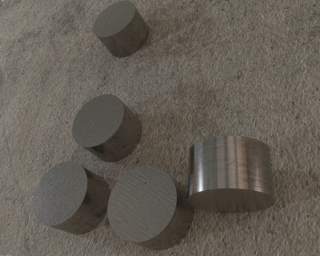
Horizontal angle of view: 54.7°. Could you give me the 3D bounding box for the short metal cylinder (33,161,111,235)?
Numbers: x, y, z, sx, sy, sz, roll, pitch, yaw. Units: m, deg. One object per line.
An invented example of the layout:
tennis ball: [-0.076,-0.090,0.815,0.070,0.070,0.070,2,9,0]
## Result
short metal cylinder: [-0.110,0.089,0.392,0.080,0.050,0.080,-13,56,21]

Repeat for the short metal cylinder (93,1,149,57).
short metal cylinder: [-0.065,-0.167,0.525,0.080,0.050,0.080,-13,56,21]

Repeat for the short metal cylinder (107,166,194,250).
short metal cylinder: [-0.009,0.088,0.339,0.080,0.050,0.080,-13,56,21]

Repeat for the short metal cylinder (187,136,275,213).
short metal cylinder: [0.068,0.048,0.303,0.080,0.080,0.050,-9,58,23]

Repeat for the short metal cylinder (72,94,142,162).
short metal cylinder: [-0.072,0.001,0.425,0.080,0.050,0.080,-13,56,21]
